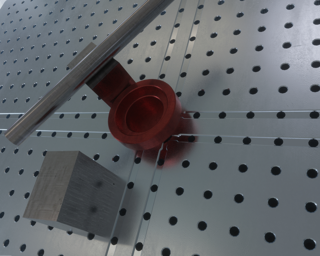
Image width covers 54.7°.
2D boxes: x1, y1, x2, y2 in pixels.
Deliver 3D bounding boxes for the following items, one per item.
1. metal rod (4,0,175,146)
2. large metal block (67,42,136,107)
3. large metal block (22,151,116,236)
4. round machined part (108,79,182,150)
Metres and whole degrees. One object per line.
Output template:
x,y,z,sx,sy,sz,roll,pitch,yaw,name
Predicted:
-0.081,-0.090,0.403,0.300,0.025,0.025,-44,51,-3,metal rod
-0.077,-0.069,0.456,0.050,0.080,0.080,-46,51,-4,large metal block
-0.105,0.081,0.379,0.050,0.080,0.080,-3,60,27,large metal block
-0.016,-0.014,0.415,0.098,0.042,0.098,-13,56,21,round machined part
